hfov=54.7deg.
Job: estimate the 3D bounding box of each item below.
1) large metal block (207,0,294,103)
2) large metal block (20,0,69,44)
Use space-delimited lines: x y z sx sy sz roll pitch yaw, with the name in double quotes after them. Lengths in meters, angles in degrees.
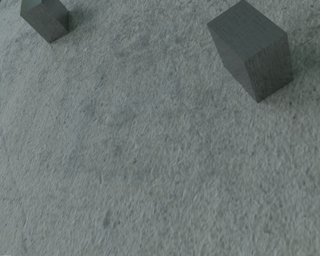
0.107 -0.090 0.367 0.050 0.080 0.080 -34 52 6 "large metal block"
-0.232 -0.235 0.632 0.050 0.080 0.080 -24 53 14 "large metal block"
